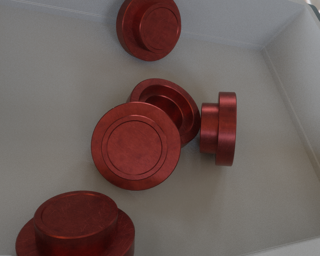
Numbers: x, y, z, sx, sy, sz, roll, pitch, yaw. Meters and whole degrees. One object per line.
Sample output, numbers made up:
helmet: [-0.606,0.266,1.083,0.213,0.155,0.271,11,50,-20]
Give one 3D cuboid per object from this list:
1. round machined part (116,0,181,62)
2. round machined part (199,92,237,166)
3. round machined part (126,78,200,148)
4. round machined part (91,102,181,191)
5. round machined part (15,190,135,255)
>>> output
round machined part: [-0.009,-0.144,0.442,0.099,0.097,0.042,-8,26,-32]
round machined part: [0.075,0.001,0.411,0.042,0.098,0.098,3,55,9]
round machined part: [0.000,-0.013,0.404,0.099,0.042,0.098,14,56,-21]
round machined part: [-0.026,0.020,0.337,0.099,0.042,0.097,0,90,-1]
round machined part: [-0.071,0.089,0.268,0.099,0.042,0.098,3,19,-1]
